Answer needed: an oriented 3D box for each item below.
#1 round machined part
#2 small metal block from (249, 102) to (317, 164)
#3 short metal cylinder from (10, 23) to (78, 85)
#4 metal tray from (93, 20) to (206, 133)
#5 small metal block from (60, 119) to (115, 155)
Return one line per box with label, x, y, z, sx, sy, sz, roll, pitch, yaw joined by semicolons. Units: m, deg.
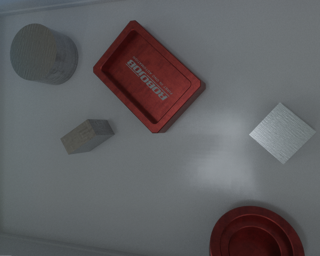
round machined part;0.104;0.142;0.347;0.099;0.042;0.098;-2;51;3
small metal block;0.141;0.006;0.361;0.050;0.025;0.050;44;103;14
short metal cylinder;-0.169;-0.106;0.455;0.080;0.050;0.079;0;90;19
metal tray;-0.016;-0.067;0.412;0.130;0.030;0.090;46;104;14
small metal block;-0.100;0.012;0.431;0.050;0.050;0.025;-33;80;17
